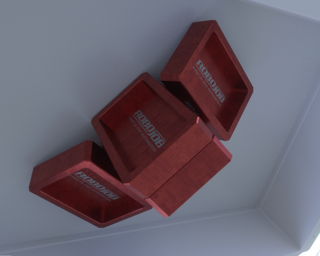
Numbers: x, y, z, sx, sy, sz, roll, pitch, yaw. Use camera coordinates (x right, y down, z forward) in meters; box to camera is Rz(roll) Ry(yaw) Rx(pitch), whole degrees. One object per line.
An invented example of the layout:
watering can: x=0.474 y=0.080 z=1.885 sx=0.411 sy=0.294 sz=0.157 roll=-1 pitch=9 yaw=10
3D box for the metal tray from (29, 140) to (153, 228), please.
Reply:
metal tray: x=-0.080 y=0.076 z=0.385 sx=0.090 sy=0.030 sz=0.130 roll=-27 pitch=133 yaw=19

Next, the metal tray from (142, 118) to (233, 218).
metal tray: x=0.017 y=0.035 z=0.355 sx=0.090 sy=0.130 sz=0.030 roll=-42 pitch=106 yaw=0

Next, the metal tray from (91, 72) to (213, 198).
metal tray: x=-0.016 y=0.000 z=0.329 sx=0.090 sy=0.130 sz=0.030 roll=-42 pitch=129 yaw=1

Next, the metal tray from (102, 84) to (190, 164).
metal tray: x=0.000 y=0.014 z=0.413 sx=0.130 sy=0.030 sz=0.090 roll=-43 pitch=130 yaw=1

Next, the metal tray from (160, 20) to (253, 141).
metal tray: x=0.065 y=-0.054 z=0.384 sx=0.130 sy=0.030 sz=0.090 roll=46 pitch=66 yaw=-39
